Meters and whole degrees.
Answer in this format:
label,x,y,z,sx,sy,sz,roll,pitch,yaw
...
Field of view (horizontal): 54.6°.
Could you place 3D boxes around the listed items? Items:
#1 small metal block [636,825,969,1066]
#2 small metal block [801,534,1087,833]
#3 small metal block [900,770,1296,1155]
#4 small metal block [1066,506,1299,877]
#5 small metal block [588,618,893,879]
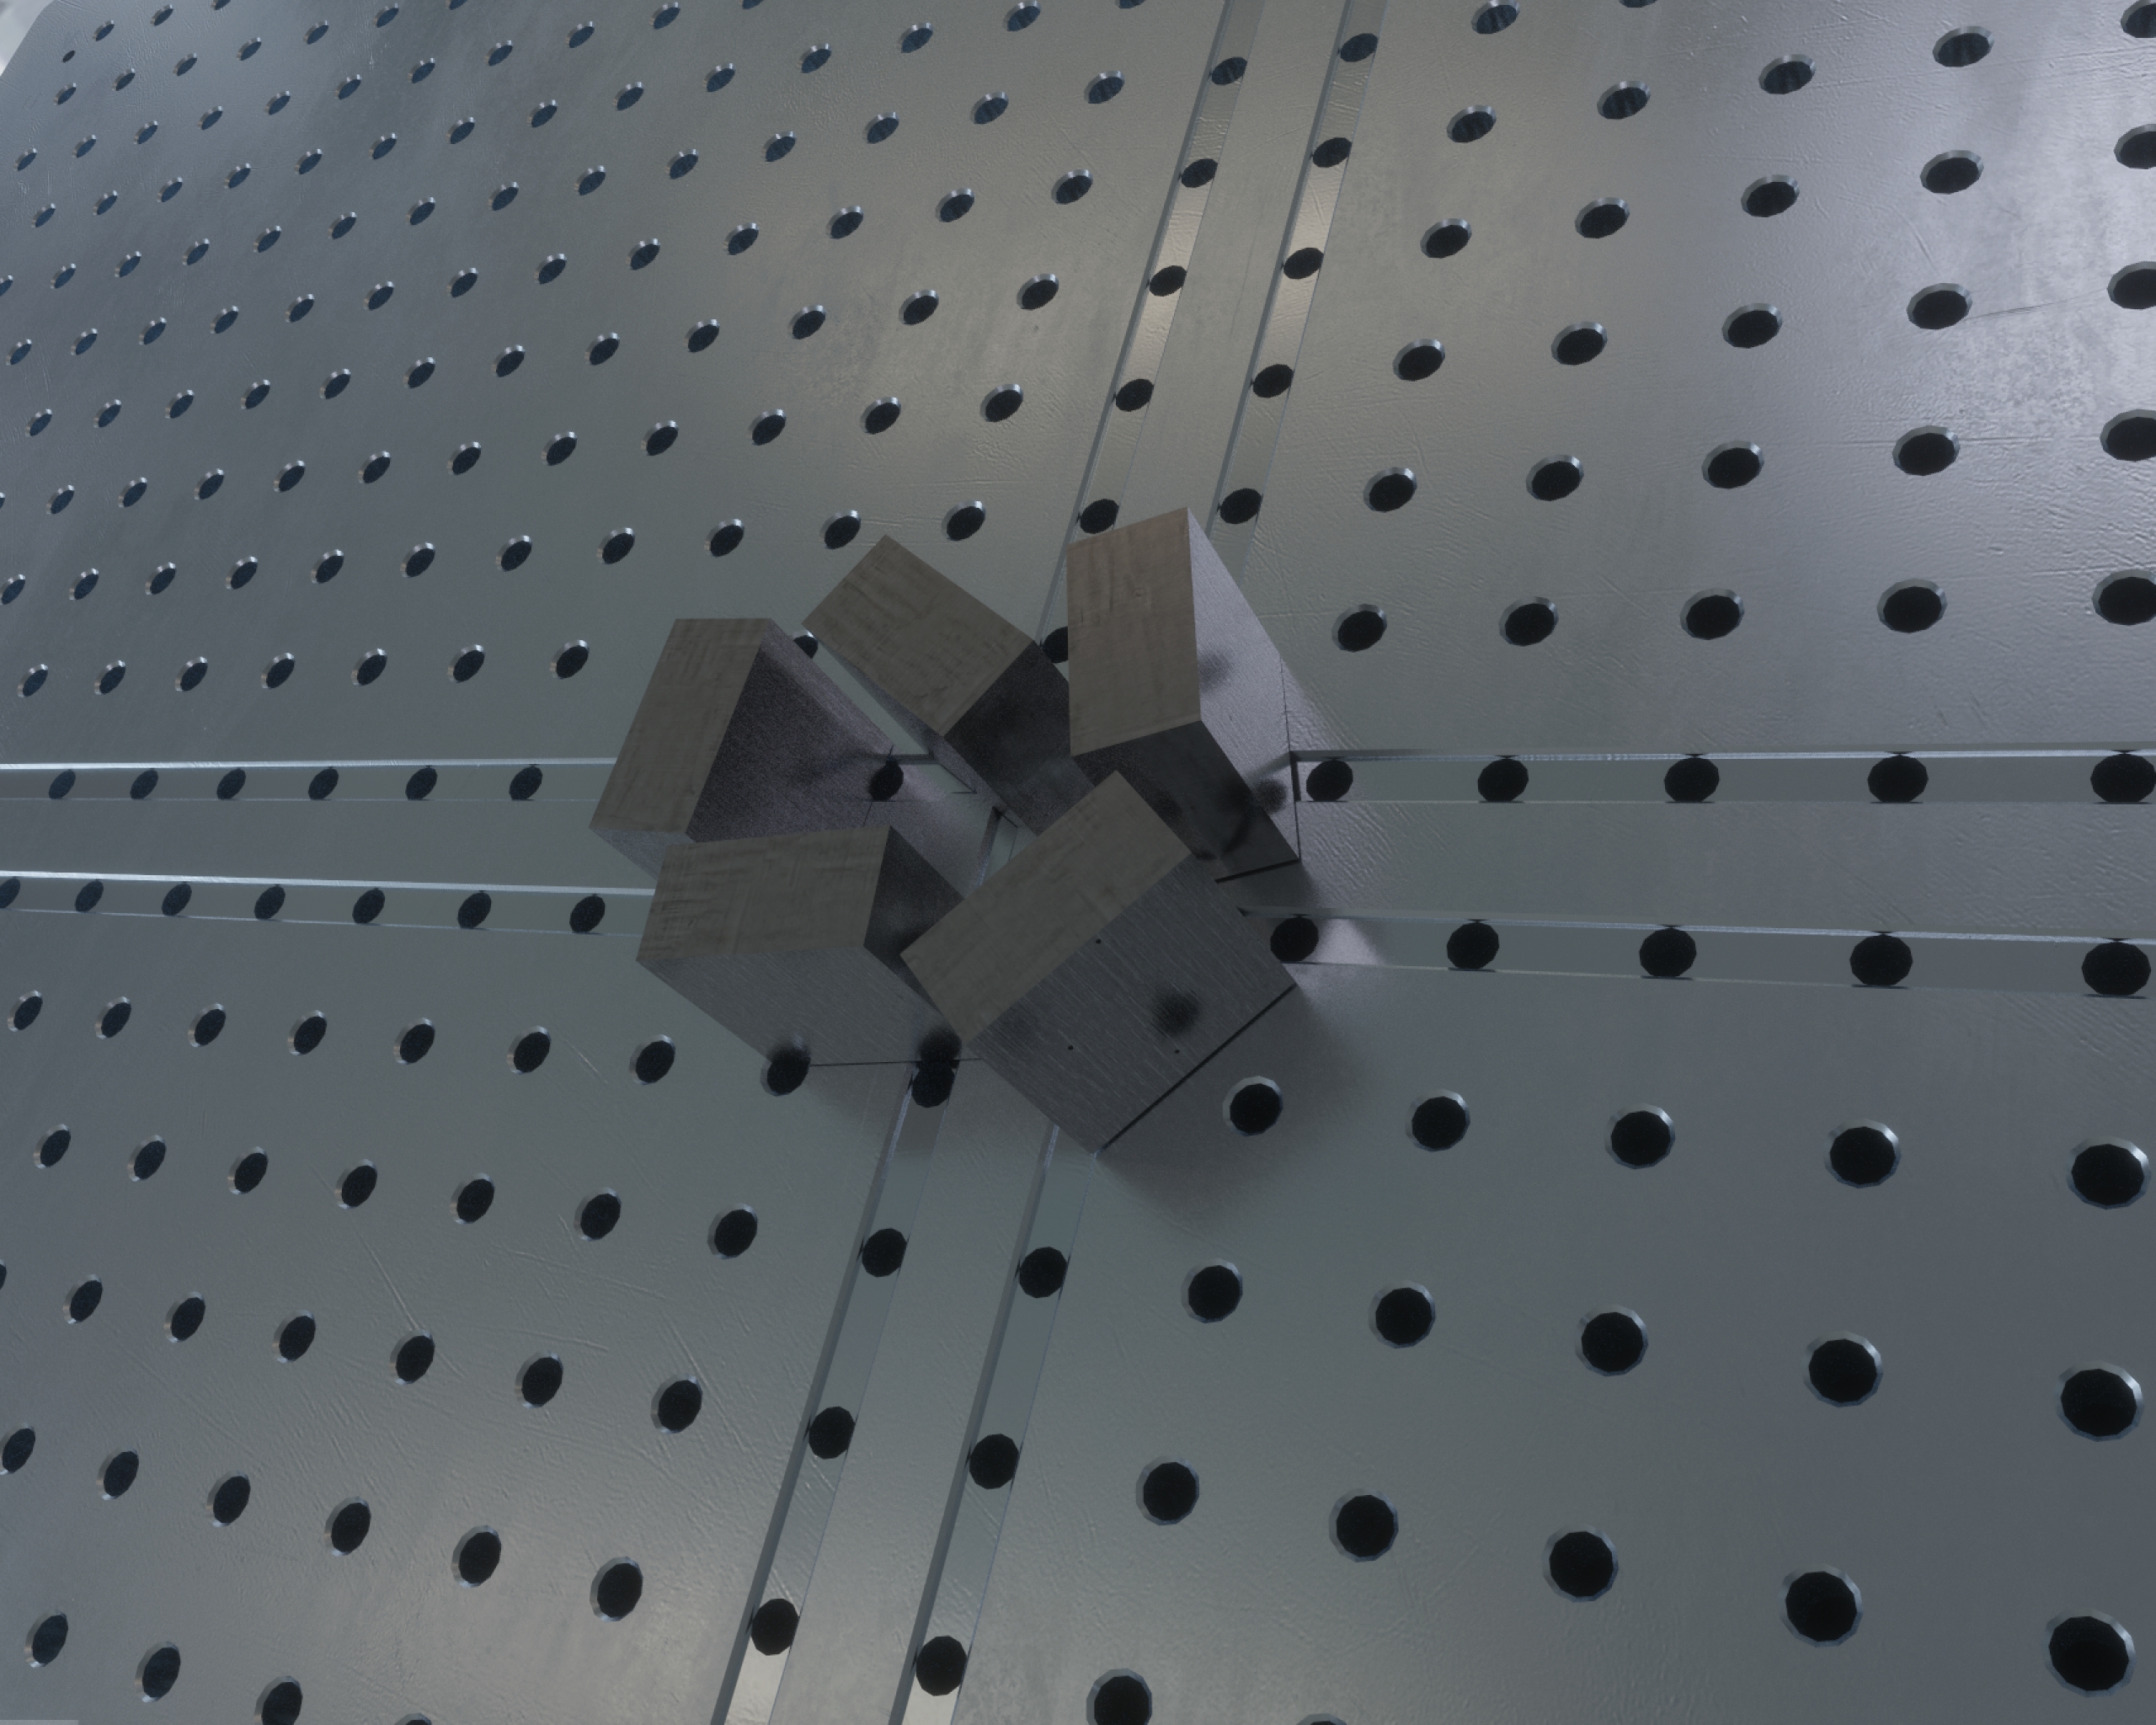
label,x,y,z,sx,sy,sz,roll,pitch,yaw
small metal block,-0.048,0.018,0.407,0.050,0.050,0.025,-5,60,26
small metal block,-0.021,-0.033,0.425,0.025,0.050,0.050,-48,52,-4
small metal block,0.005,0.019,0.378,0.050,0.050,0.025,-41,50,1
small metal block,0.020,-0.031,0.401,0.025,0.050,0.050,-15,55,20
small metal block,-0.069,-0.017,0.440,0.025,0.050,0.050,3,64,30
